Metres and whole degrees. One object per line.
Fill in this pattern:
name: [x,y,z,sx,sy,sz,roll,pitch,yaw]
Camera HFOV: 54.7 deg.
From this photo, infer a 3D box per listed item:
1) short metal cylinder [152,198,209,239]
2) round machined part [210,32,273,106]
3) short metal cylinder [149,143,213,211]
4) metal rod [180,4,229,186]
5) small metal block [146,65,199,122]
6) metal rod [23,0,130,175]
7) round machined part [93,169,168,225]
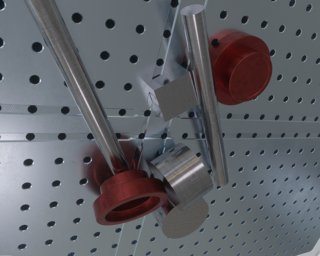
short metal cylinder: [0.029,0.126,0.489,0.081,0.050,0.079,-14,124,-21]
round machined part: [0.109,-0.074,0.414,0.099,0.042,0.097,-14,124,-21]
short metal cylinder: [0.028,0.067,0.429,0.050,0.080,0.080,-33,129,-15]
metal rod: [0.068,-0.018,0.422,0.025,0.025,0.299,-28,133,-11]
small metal block: [0.016,-0.043,0.393,0.050,0.025,0.050,-29,128,-10]
metal rod: [-0.090,-0.058,0.325,0.025,0.025,0.299,-27,128,-11]
round machined part: [-0.042,0.091,0.418,0.099,0.042,0.098,-18,150,-10]
